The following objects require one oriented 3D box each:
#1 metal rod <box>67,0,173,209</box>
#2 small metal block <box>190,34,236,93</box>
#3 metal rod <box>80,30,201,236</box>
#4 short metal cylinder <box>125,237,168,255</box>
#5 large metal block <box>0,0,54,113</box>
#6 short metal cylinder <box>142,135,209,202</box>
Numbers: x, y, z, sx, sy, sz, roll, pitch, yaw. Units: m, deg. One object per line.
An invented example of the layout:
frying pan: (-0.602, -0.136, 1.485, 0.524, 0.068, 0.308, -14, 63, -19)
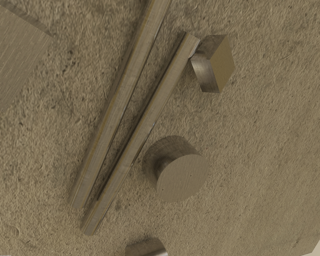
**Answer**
metal rod: (-0.049, -0.031, 0.361, 0.025, 0.025, 0.298, 13, 112, -34)
small metal block: (0.067, -0.078, 0.380, 0.050, 0.025, 0.050, -56, 137, -30)
metal rod: (-0.033, 0.018, 0.400, 0.025, 0.025, 0.298, 18, 109, -35)
short metal cylinder: (-0.019, 0.225, 0.500, 0.050, 0.080, 0.079, -11, 123, -23)
large metal block: (-0.152, -0.072, 0.263, 0.080, 0.050, 0.080, 30, 102, -38)
short metal cylinder: (0.022, 0.057, 0.438, 0.081, 0.050, 0.079, -14, 124, -21)
